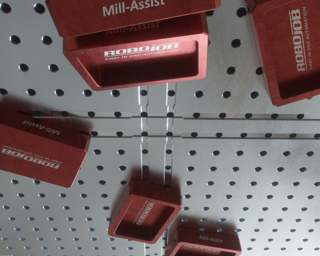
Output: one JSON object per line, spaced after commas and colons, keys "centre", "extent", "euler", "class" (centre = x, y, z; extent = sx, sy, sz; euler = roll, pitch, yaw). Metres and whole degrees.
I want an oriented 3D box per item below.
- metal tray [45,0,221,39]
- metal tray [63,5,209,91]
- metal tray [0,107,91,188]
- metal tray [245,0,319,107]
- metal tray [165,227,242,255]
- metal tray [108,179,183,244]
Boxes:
{"centre": [-0.020, -0.120, 0.266], "extent": [0.131, 0.090, 0.030], "euler": [-9, 129, 7], "class": "metal tray"}
{"centre": [-0.019, -0.075, 0.315], "extent": [0.131, 0.030, 0.090], "euler": [-6, 163, 5], "class": "metal tray"}
{"centre": [-0.174, 0.030, 0.433], "extent": [0.131, 0.030, 0.089], "euler": [20, 127, -16], "class": "metal tray"}
{"centre": [0.152, -0.091, 0.331], "extent": [0.090, 0.030, 0.130], "euler": [-18, 128, 14], "class": "metal tray"}
{"centre": [0.083, 0.243, 0.615], "extent": [0.131, 0.030, 0.089], "euler": [13, 129, -12], "class": "metal tray"}
{"centre": [-0.028, 0.148, 0.533], "extent": [0.091, 0.030, 0.129], "euler": [17, 128, -14], "class": "metal tray"}
